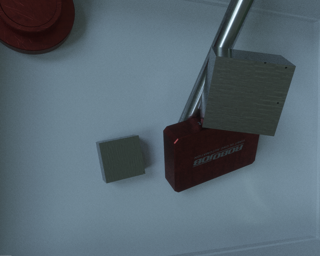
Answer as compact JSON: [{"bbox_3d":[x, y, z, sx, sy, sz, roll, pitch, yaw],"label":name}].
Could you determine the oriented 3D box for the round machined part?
[{"bbox_3d":[-0.146,-0.136,0.347,0.099,0.042,0.097,0,90,-20],"label":"round machined part"}]

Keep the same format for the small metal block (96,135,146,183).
[{"bbox_3d":[-0.050,0.038,0.393,0.050,0.025,0.050,-11,94,-20],"label":"small metal block"}]

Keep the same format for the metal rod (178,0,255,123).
[{"bbox_3d":[0.077,-0.104,0.362,0.025,0.025,0.298,12,117,-20],"label":"metal rod"}]

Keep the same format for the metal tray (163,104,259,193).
[{"bbox_3d":[0.071,0.025,0.413,0.131,0.030,0.089,-17,128,-20],"label":"metal tray"}]

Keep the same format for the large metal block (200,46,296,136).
[{"bbox_3d":[0.093,-0.042,0.348,0.081,0.050,0.079,7,116,0],"label":"large metal block"}]
